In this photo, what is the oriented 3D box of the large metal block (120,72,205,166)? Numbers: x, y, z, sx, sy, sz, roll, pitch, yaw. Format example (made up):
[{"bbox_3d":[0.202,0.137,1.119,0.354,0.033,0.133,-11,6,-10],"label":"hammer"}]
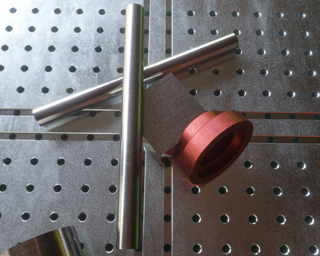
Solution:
[{"bbox_3d":[0.007,-0.011,0.403,0.080,0.050,0.080,-36,74,-12],"label":"large metal block"}]

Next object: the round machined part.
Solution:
[{"bbox_3d":[0.061,0.018,0.370,0.098,0.098,0.042,-36,58,-12],"label":"round machined part"}]

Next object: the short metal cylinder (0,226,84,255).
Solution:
[{"bbox_3d":[-0.122,0.145,0.328,0.080,0.080,0.050,-23,72,-8],"label":"short metal cylinder"}]

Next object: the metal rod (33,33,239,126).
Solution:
[{"bbox_3d":[-0.027,-0.071,0.437,0.302,0.025,0.025,-23,72,-9],"label":"metal rod"}]

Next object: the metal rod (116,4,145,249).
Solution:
[{"bbox_3d":[-0.033,-0.018,0.364,0.025,0.025,0.299,0,70,-1],"label":"metal rod"}]
